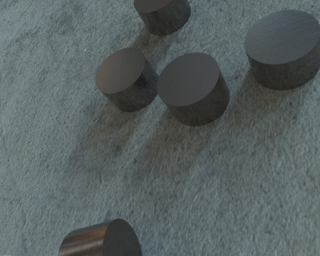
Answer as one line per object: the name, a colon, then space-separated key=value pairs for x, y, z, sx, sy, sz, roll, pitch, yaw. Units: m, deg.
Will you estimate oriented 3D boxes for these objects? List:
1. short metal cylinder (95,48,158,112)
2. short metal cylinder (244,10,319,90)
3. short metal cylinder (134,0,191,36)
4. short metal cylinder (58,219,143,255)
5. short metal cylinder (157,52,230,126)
short metal cylinder: x=-0.046 y=-0.070 z=0.453 sx=0.080 sy=0.050 sz=0.080 roll=-13 pitch=56 yaw=20
short metal cylinder: x=0.146 y=-0.092 z=0.367 sx=0.080 sy=0.050 sz=0.080 roll=-13 pitch=56 yaw=20
short metal cylinder: x=0.005 y=-0.199 z=0.506 sx=0.080 sy=0.050 sz=0.080 roll=-13 pitch=56 yaw=20
short metal cylinder: x=-0.057 y=0.138 z=0.313 sx=0.050 sy=0.080 sz=0.080 roll=-19 pitch=54 yaw=17
short metal cylinder: x=0.043 y=-0.049 z=0.394 sx=0.080 sy=0.050 sz=0.080 roll=-13 pitch=56 yaw=20
